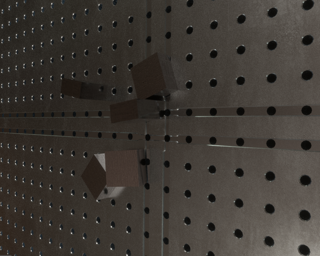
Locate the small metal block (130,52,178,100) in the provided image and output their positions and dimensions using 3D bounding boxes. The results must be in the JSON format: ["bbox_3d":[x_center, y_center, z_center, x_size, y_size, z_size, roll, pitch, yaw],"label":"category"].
[{"bbox_3d":[-0.008,-0.066,0.414,0.050,0.025,0.050,-23,76,37],"label":"small metal block"}]

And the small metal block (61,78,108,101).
[{"bbox_3d":[-0.119,-0.061,0.489,0.050,0.050,0.025,16,100,38],"label":"small metal block"}]

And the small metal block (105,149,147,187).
[{"bbox_3d":[-0.049,0.056,0.438,0.050,0.025,0.050,-5,87,21],"label":"small metal block"}]

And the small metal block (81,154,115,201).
[{"bbox_3d":[-0.091,0.075,0.482,0.050,0.025,0.050,49,119,28],"label":"small metal block"}]

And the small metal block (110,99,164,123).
[{"bbox_3d":[-0.031,-0.022,0.416,0.050,0.050,0.025,-8,85,39],"label":"small metal block"}]
